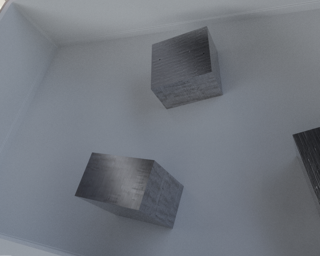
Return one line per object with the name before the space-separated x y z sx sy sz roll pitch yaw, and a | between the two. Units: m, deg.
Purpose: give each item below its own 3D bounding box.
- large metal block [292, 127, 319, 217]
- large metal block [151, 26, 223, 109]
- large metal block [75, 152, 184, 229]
large metal block | 0.174 0.039 0.274 0.080 0.050 0.080 -18 54 17
large metal block | 0.036 -0.080 0.420 0.080 0.050 0.080 -13 56 21
large metal block | -0.030 0.070 0.344 0.080 0.080 0.050 4 64 30
